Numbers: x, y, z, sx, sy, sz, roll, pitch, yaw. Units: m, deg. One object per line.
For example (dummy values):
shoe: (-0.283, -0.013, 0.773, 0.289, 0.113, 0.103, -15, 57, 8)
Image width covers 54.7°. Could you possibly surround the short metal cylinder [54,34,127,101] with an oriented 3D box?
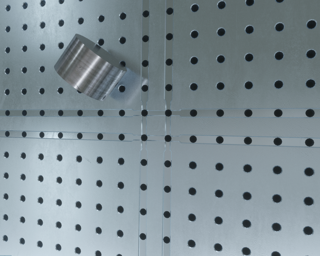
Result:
short metal cylinder: (-0.092, -0.081, 0.414, 0.080, 0.080, 0.050, 42, 103, 15)
